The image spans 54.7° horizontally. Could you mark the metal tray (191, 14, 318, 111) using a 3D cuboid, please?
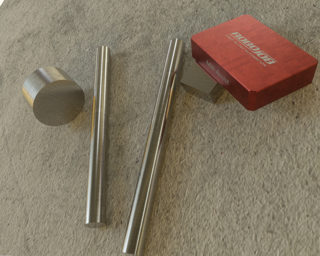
[{"bbox_3d":[0.108,-0.085,0.378,0.091,0.030,0.130,-25,50,-12],"label":"metal tray"}]

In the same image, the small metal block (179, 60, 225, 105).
[{"bbox_3d":[0.063,-0.066,0.411,0.050,0.025,0.050,30,78,37],"label":"small metal block"}]

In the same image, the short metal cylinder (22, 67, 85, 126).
[{"bbox_3d":[-0.167,-0.050,0.487,0.080,0.080,0.050,-46,51,-4],"label":"short metal cylinder"}]

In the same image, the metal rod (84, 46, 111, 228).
[{"bbox_3d":[-0.088,-0.008,0.454,0.025,0.025,0.299,-17,55,18],"label":"metal rod"}]

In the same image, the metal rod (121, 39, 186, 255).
[{"bbox_3d":[-0.002,0.006,0.401,0.025,0.025,0.300,-2,60,27],"label":"metal rod"}]
